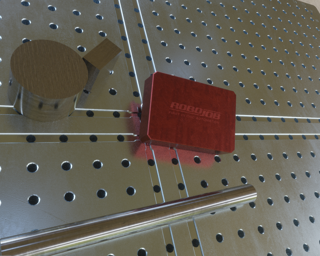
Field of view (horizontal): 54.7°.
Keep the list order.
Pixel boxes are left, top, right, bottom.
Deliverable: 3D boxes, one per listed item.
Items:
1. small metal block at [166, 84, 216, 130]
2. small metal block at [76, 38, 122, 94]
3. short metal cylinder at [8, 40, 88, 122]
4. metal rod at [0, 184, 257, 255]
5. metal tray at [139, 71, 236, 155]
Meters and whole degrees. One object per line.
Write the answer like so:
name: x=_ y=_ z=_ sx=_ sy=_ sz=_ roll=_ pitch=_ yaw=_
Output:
small metal block: x=0.046 y=-0.032 z=0.454 sx=0.050 sy=0.025 sz=0.050 roll=-26 pitch=76 yaw=-37
small metal block: x=-0.080 y=-0.080 z=0.399 sx=0.025 sy=0.050 sz=0.050 roll=38 pitch=51 yaw=-3
short metal cylinder: x=-0.129 y=-0.054 z=0.356 sx=0.081 sy=0.050 sz=0.080 roll=14 pitch=56 yaw=-22
metal rod: x=-0.008 y=0.098 z=0.345 sx=0.303 sy=0.025 sz=0.025 roll=-4 pitch=64 yaw=-31
metal tray: x=0.041 y=-0.017 z=0.422 sx=0.131 sy=0.030 sz=0.090 roll=11 pitch=75 yaw=-23
